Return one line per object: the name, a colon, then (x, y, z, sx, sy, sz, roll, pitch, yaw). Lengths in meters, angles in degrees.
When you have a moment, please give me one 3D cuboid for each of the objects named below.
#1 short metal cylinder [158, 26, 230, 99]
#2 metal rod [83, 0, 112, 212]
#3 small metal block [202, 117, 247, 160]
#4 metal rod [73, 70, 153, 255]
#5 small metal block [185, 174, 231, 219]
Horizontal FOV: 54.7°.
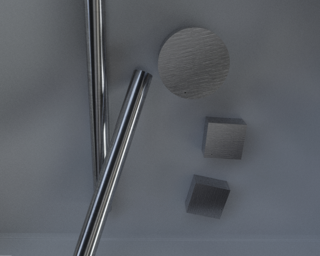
short metal cylinder: (0.038, -0.079, 0.369, 0.081, 0.050, 0.079, 0, 110, -1)
metal rod: (-0.079, -0.021, 0.402, 0.025, 0.025, 0.298, 1, 110, -1)
small metal block: (0.085, 0.014, 0.418, 0.050, 0.025, 0.050, 3, 110, -2)
metal rod: (-0.066, 0.074, 0.374, 0.025, 0.025, 0.299, 18, 85, -7)
small metal block: (0.068, 0.100, 0.449, 0.050, 0.025, 0.050, 13, 110, -5)
